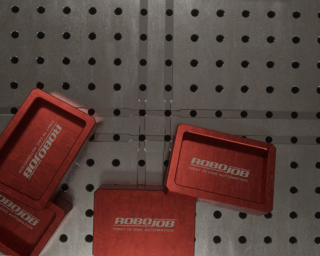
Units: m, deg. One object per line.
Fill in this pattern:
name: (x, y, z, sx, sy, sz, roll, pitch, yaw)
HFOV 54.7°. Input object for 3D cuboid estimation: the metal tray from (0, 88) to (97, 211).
metal tray: (-0.151, 0.026, 0.391, 0.090, 0.030, 0.130, 29, 74, -2)

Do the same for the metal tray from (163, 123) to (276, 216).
metal tray: (0.077, 0.053, 0.395, 0.131, 0.030, 0.090, 13, 66, -1)

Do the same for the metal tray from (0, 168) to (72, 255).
metal tray: (-0.197, 0.108, 0.408, 0.130, 0.030, 0.090, 34, 90, -1)

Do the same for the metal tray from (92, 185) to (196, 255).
metal tray: (-0.020, 0.124, 0.411, 0.131, 0.030, 0.089, 2, 90, -1)
